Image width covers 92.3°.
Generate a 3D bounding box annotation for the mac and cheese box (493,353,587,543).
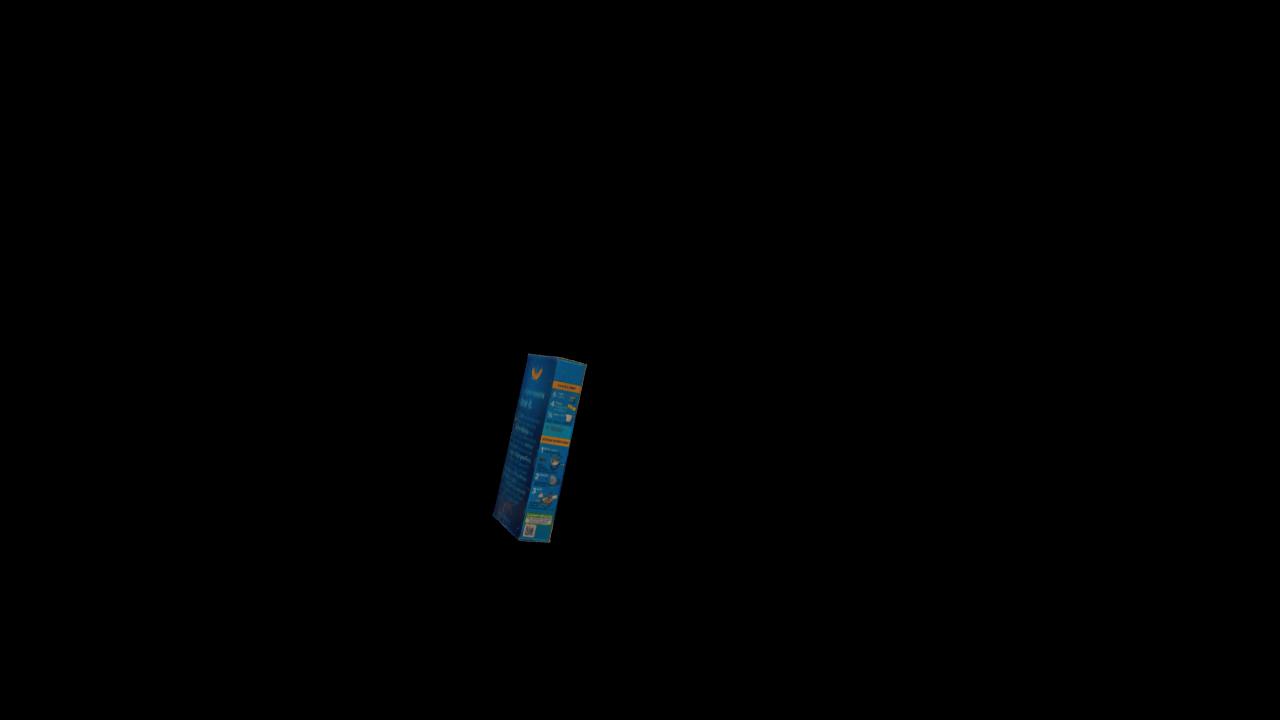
[{"bbox_3d":[-0.108,0.088,0.651,0.041,0.184,0.093,14,-4,-28],"label":"mac and cheese box"}]
